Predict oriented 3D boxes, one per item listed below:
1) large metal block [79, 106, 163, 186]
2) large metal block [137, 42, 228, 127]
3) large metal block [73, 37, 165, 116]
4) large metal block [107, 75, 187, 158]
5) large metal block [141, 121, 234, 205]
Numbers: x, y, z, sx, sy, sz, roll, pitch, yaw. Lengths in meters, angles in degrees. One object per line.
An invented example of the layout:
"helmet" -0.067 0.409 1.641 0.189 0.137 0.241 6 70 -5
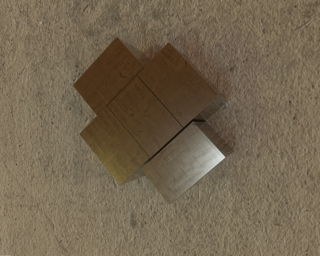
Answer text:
"large metal block" -0.040 0.020 0.395 0.050 0.080 0.080 -44 77 15
"large metal block" 0.031 -0.047 0.370 0.050 0.080 0.080 -44 77 15
"large metal block" -0.048 -0.060 0.397 0.080 0.080 0.050 -44 77 14
"large metal block" -0.005 -0.013 0.382 0.050 0.080 0.080 -44 77 15
"large metal block" 0.036 0.038 0.368 0.080 0.080 0.050 -44 77 14
